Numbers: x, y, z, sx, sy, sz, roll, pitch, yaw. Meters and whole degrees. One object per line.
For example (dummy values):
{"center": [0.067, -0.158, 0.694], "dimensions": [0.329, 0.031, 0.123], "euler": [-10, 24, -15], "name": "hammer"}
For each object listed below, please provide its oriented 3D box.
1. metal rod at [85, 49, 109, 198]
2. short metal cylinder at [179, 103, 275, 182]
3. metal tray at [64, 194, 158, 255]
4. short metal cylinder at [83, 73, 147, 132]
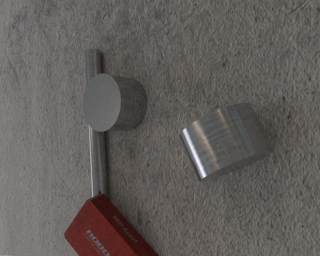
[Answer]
{"center": [-0.098, 0.026, 0.485], "dimensions": [0.025, 0.025, 0.298], "euler": [-6, 86, 40], "name": "metal rod"}
{"center": [0.067, 0.016, 0.314], "dimensions": [0.080, 0.081, 0.050], "euler": [-35, 69, 34], "name": "short metal cylinder"}
{"center": [-0.071, 0.171, 0.443], "dimensions": [0.130, 0.030, 0.090], "euler": [44, 117, 17], "name": "metal tray"}
{"center": [-0.065, -0.035, 0.442], "dimensions": [0.080, 0.050, 0.080], "euler": [0, 90, 40], "name": "short metal cylinder"}
